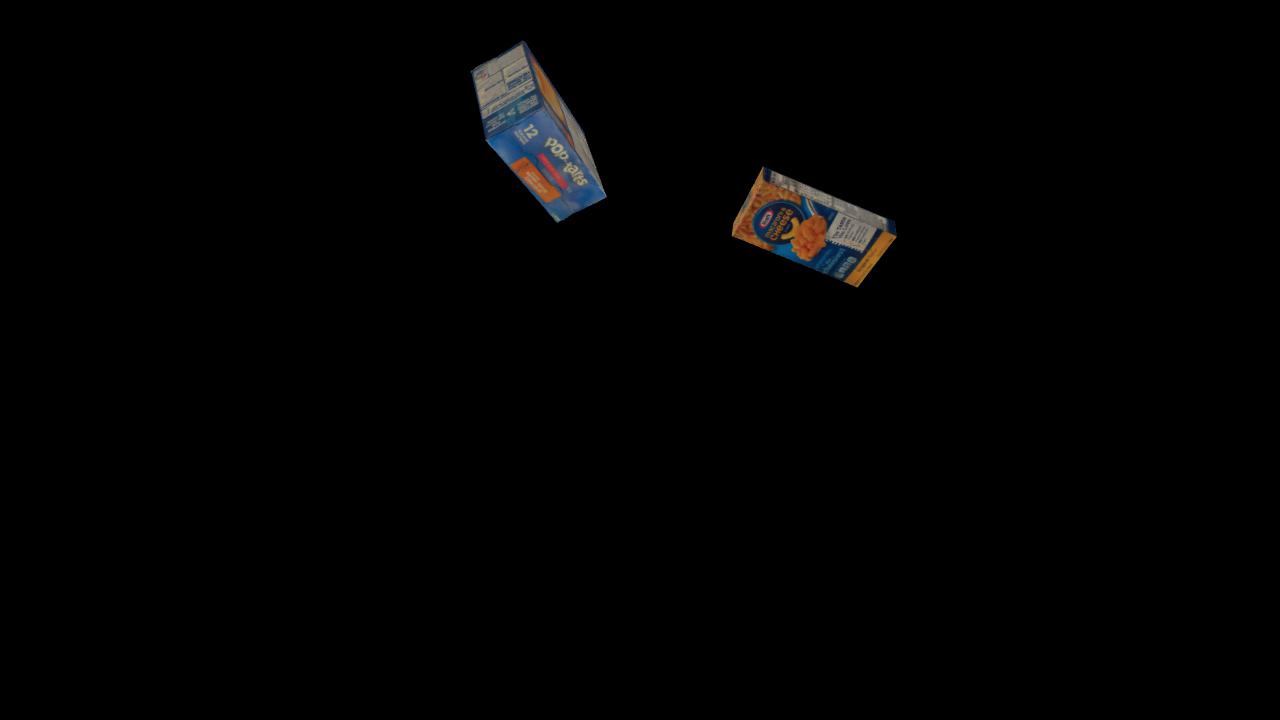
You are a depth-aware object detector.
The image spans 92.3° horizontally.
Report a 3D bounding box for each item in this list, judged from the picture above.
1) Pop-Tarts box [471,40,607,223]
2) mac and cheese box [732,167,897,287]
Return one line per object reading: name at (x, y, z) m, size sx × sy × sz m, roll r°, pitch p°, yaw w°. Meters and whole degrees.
Pop-Tarts box at (-0.129, -0.290, 0.798) m, size 0.083 × 0.141 × 0.167 m, roll -26°, pitch -31°, yaw 12°
mac and cheese box at (0.221, -0.168, 0.788) m, size 0.184 × 0.041 × 0.093 m, roll 20°, pitch -42°, yaw -5°
